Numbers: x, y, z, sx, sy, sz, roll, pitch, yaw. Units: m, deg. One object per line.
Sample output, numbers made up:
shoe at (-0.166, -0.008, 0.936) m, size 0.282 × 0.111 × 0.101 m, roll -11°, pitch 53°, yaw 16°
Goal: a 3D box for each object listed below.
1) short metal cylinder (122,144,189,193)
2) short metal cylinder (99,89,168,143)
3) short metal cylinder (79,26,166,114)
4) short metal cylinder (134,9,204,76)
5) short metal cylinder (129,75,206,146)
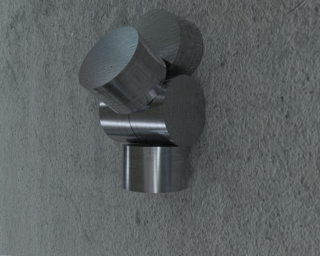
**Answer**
short metal cylinder at (-0.006, 0.045, 0.374) m, size 0.080 × 0.081 × 0.050 m, roll 0°, pitch 90°, yaw 39°
short metal cylinder at (-0.029, -0.020, 0.393) m, size 0.050 × 0.081 × 0.079 m, roll 1°, pitch 91°, yaw 39°
short metal cylinder at (-0.040, -0.062, 0.335) m, size 0.080 × 0.050 × 0.080 m, roll -21°, pitch 50°, yaw 27°
short metal cylinder at (0.007, -0.099, 0.384) m, size 0.080 × 0.050 × 0.079 m, roll 0°, pitch 90°, yaw 39°
short metal cylinder at (0.010, -0.019, 0.360) m, size 0.050 × 0.081 × 0.079 m, roll 0°, pitch 90°, yaw 40°
